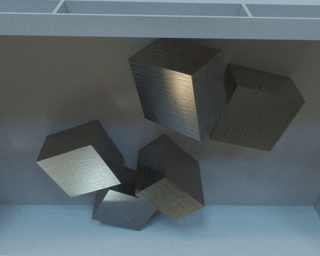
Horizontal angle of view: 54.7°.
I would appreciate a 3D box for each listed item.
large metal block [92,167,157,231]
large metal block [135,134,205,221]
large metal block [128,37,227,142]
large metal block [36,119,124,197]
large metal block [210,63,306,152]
[{"bbox_3d":[-0.052,0.110,0.486,0.080,0.050,0.079,20,127,-17],"label":"large metal block"},{"bbox_3d":[0.014,0.069,0.432,0.050,0.080,0.080,-35,122,25],"label":"large metal block"},{"bbox_3d":[0.021,-0.043,0.330,0.080,0.050,0.080,23,142,36],"label":"large metal block"},{"bbox_3d":[-0.106,0.044,0.428,0.080,0.050,0.080,-18,128,14],"label":"large metal block"},{"bbox_3d":[0.110,-0.023,0.375,0.081,0.050,0.079,11,129,-10],"label":"large metal block"}]
